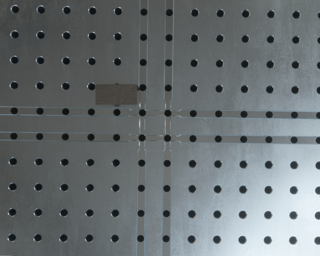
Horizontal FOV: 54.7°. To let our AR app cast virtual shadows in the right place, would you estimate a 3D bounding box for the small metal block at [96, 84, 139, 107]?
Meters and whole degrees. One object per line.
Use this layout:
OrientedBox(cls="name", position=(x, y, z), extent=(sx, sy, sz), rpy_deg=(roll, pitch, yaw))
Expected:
OrientedBox(cls="small metal block", position=(-0.053, -0.041, 0.400), extent=(0.050, 0.050, 0.025), rpy_deg=(0, 90, -1))
